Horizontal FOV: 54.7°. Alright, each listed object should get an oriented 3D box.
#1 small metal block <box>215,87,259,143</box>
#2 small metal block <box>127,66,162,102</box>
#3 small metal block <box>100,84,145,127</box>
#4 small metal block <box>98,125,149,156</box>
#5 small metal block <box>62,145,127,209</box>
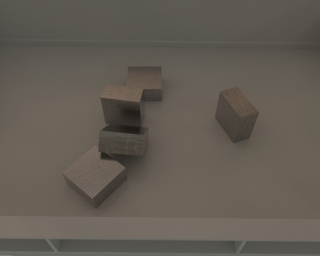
[{"bbox_3d":[0.098,-0.017,0.404,0.025,0.050,0.050,-18,53,-15],"label":"small metal block"},{"bbox_3d":[-0.023,-0.066,0.460,0.050,0.025,0.050,-1,50,-1],"label":"small metal block"},{"bbox_3d":[-0.048,-0.029,0.412,0.050,0.050,0.025,7,51,5],"label":"small metal block"},{"bbox_3d":[-0.043,0.014,0.376,0.050,0.025,0.050,6,10,4],"label":"small metal block"},{"bbox_3d":[-0.074,0.055,0.358,0.050,0.025,0.050,33,57,24],"label":"small metal block"}]
